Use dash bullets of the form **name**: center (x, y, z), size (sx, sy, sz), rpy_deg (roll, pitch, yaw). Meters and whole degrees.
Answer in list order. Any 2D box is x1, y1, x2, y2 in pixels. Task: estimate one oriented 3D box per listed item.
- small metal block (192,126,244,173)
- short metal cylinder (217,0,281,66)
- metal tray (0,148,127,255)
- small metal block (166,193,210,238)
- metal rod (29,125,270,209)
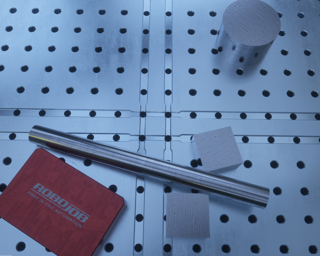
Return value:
- **small metal block**: center (0.073, 0.030, 0.402), size (0.050, 0.025, 0.050), rpy_deg (-13, 71, -5)
- **short metal cylinder**: center (0.126, -0.139, 0.451), size (0.081, 0.050, 0.080), rpy_deg (0, 70, 0)
- **metal tray**: center (-0.118, 0.094, 0.373), size (0.130, 0.030, 0.090), rpy_deg (29, 72, 10)
- **small metal block**: center (0.032, 0.106, 0.374), size (0.050, 0.025, 0.050), rpy_deg (1, 70, 0)
- **metal rod**: center (-0.021, 0.045, 0.383), size (0.301, 0.025, 0.025), rpy_deg (14, 71, 9)
